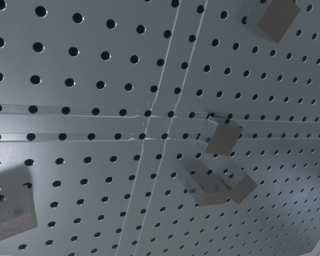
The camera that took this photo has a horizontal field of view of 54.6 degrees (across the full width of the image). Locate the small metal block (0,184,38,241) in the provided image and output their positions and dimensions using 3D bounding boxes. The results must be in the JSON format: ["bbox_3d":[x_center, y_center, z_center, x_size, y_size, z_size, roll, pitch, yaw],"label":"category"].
[{"bbox_3d":[-0.174,0.098,0.360,0.050,0.050,0.025,-18,126,-18],"label":"small metal block"}]

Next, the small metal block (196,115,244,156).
[{"bbox_3d":[0.090,0.012,0.467,0.050,0.025,0.050,10,113,-33],"label":"small metal block"}]

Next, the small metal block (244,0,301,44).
[{"bbox_3d":[0.145,-0.145,0.400,0.050,0.025,0.050,21,107,-36],"label":"small metal block"}]

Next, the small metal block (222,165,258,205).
[{"bbox_3d":[0.138,0.102,0.548,0.050,0.025,0.050,-46,129,4],"label":"small metal block"}]

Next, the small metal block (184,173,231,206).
[{"bbox_3d":[0.074,0.097,0.494,0.050,0.050,0.025,4,117,-30],"label":"small metal block"}]
